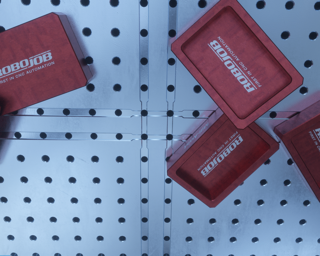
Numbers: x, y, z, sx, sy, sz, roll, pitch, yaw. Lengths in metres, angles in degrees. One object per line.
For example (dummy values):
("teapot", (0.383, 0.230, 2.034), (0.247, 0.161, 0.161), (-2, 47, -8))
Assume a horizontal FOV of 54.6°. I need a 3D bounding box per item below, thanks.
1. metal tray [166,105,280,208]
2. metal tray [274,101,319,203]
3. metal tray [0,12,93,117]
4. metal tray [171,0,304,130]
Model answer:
("metal tray", (0.083, 0.038, 0.424), (0.090, 0.030, 0.130), (39, 105, -13))
("metal tray", (0.229, 0.032, 0.424), (0.090, 0.030, 0.130), (-33, 107, 11))
("metal tray", (-0.162, -0.076, 0.381), (0.130, 0.030, 0.090), (-19, 109, 6))
("metal tray", (0.087, -0.074, 0.363), (0.090, 0.030, 0.130), (-40, 88, 13))
